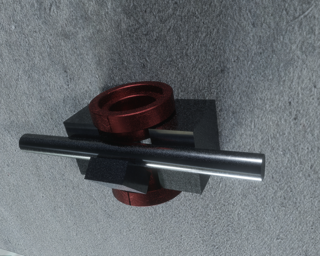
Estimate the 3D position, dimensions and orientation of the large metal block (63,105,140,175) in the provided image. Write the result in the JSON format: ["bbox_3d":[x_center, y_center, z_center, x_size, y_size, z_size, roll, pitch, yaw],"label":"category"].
[{"bbox_3d":[-0.073,0.010,0.418,0.050,0.080,0.079,4,120,26],"label":"large metal block"}]

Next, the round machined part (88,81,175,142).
[{"bbox_3d":[-0.030,-0.018,0.366,0.098,0.098,0.042,4,121,26],"label":"round machined part"}]

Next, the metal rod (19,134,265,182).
[{"bbox_3d":[-0.042,0.028,0.344,0.301,0.025,0.025,3,120,26],"label":"metal rod"}]

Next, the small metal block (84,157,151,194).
[{"bbox_3d":[-0.046,0.053,0.344,0.050,0.025,0.050,3,160,29],"label":"small metal block"}]

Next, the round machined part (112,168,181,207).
[{"bbox_3d":[-0.017,0.055,0.404,0.098,0.098,0.042,5,115,26],"label":"round machined part"}]

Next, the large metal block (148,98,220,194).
[{"bbox_3d":[0.034,0.018,0.366,0.050,0.080,0.079,4,120,26],"label":"large metal block"}]
